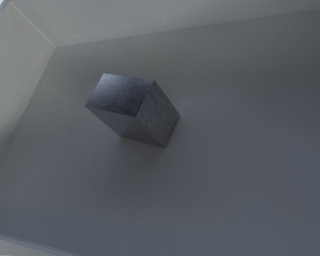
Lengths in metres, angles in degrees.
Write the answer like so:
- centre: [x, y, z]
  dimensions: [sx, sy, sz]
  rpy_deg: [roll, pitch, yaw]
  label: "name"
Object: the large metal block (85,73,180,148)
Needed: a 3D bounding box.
- centre: [-0.033, -0.022, 0.397]
  dimensions: [0.080, 0.080, 0.050]
  rpy_deg: [13, 69, 33]
  label: "large metal block"
